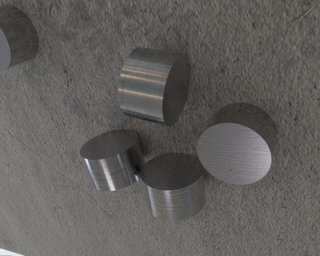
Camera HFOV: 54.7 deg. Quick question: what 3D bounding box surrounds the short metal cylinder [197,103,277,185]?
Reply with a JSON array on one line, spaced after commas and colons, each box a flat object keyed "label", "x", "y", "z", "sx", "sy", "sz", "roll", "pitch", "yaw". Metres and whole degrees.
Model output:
[{"label": "short metal cylinder", "x": 0.089, "y": 0.018, "z": 0.355, "sx": 0.080, "sy": 0.050, "sz": 0.079, "roll": 13, "pitch": 124, "yaw": 21}]

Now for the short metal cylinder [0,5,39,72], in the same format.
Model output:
[{"label": "short metal cylinder", "x": -0.219, "y": -0.124, "z": 0.429, "sx": 0.080, "sy": 0.050, "sz": 0.079, "roll": 13, "pitch": 124, "yaw": 21}]

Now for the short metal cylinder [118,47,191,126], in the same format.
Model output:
[{"label": "short metal cylinder", "x": -0.004, "y": -0.046, "z": 0.345, "sx": 0.050, "sy": 0.080, "sz": 0.079, "roll": 14, "pitch": 124, "yaw": 20}]

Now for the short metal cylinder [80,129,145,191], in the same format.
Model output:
[{"label": "short metal cylinder", "x": -0.064, "y": 0.043, "z": 0.432, "sx": 0.080, "sy": 0.080, "sz": 0.050, "roll": 0, "pitch": 119, "yaw": 28}]

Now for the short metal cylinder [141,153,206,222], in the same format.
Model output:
[{"label": "short metal cylinder", "x": 0.018, "y": 0.075, "z": 0.408, "sx": 0.080, "sy": 0.080, "sz": 0.050, "roll": 6, "pitch": 121, "yaw": 25}]
